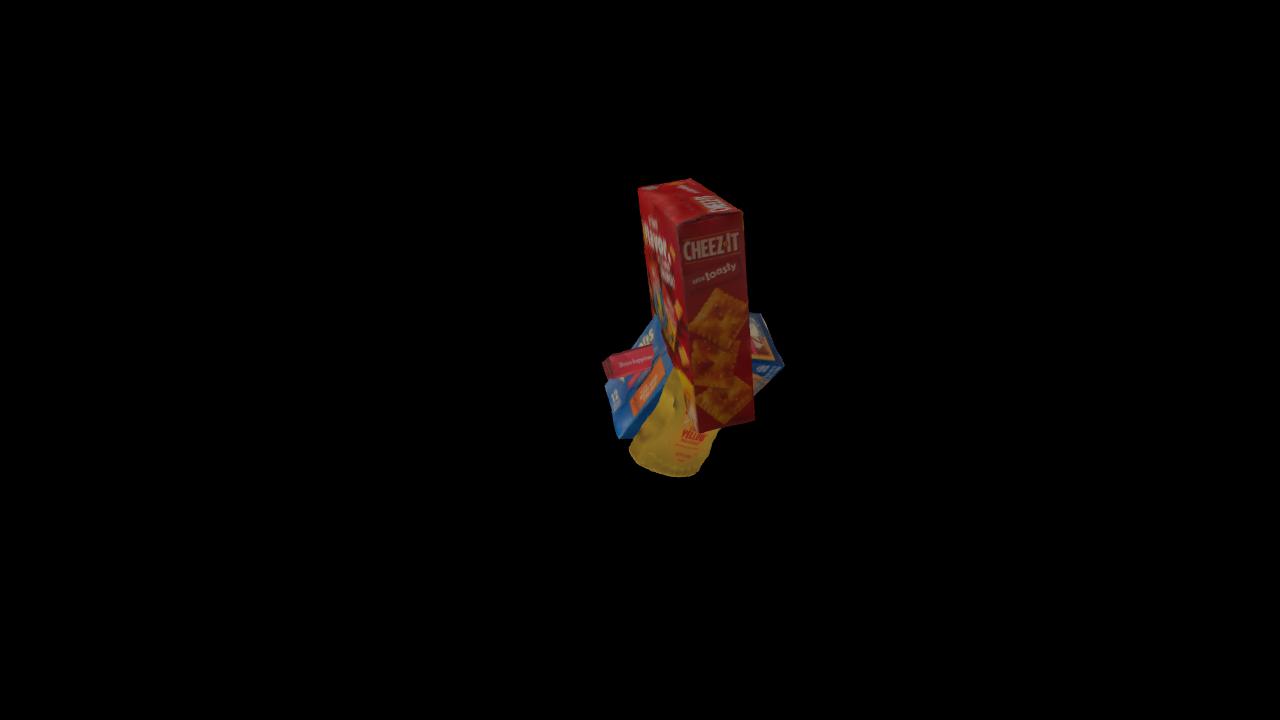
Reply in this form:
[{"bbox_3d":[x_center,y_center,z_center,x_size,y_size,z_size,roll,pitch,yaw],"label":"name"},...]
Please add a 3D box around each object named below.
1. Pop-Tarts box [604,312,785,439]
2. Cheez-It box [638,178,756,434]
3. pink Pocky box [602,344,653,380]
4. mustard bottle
[{"bbox_3d":[0.060,0.020,0.736,0.141,0.083,0.167,6,-41,-31],"label":"Pop-Tarts box"},{"bbox_3d":[0.056,-0.061,0.642,0.071,0.223,0.166,-13,28,-8],"label":"Cheez-It box"},{"bbox_3d":[0.000,0.001,0.757,0.084,0.029,0.155,-16,-1,-7],"label":"pink Pocky box"},{"bbox_3d":[0.064,0.038,0.665,0.092,0.184,0.054,18,19,-28],"label":"mustard bottle"}]
